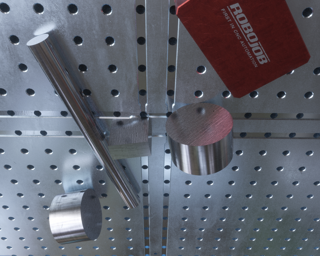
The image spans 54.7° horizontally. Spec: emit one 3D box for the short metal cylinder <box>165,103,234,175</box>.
[{"bbox_3d":[0.050,0.012,0.386,0.080,0.080,0.050,-7,130,5],"label":"short metal cylinder"}]

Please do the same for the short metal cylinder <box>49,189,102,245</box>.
[{"bbox_3d":[-0.132,0.141,0.494,0.050,0.080,0.080,-11,129,9],"label":"short metal cylinder"}]

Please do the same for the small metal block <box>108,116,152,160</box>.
[{"bbox_3d":[-0.038,0.013,0.405,0.050,0.050,0.025,-6,130,5],"label":"small metal block"}]

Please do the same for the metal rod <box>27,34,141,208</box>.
[{"bbox_3d":[-0.087,0.015,0.422,0.025,0.025,0.299,-13,129,11],"label":"metal rod"}]

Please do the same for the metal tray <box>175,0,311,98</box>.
[{"bbox_3d":[0.087,-0.101,0.323,0.090,0.030,0.130,-29,125,22],"label":"metal tray"}]
